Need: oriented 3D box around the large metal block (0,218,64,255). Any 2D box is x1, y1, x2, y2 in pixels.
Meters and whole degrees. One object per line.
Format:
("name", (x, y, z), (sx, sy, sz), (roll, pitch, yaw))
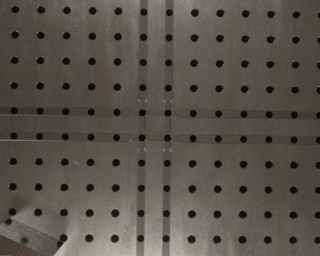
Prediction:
("large metal block", (-0.185, 0.176, 0.399), (0.080, 0.050, 0.080), (26, 90, -1))
